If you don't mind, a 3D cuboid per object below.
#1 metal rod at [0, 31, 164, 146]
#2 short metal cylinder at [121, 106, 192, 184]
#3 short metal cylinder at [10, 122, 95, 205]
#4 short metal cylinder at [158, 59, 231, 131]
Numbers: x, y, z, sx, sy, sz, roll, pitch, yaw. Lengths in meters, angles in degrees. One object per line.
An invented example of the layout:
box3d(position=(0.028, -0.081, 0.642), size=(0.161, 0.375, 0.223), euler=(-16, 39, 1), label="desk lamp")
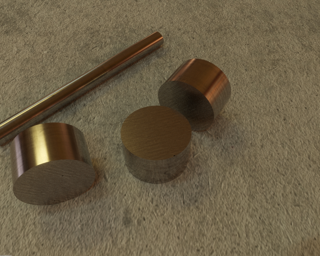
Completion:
box3d(position=(-0.106, -0.071, 0.461), size=(0.025, 0.025, 0.302), euler=(36, 58, 26), label="metal rod")
box3d(position=(-0.004, 0.019, 0.371), size=(0.081, 0.050, 0.080), euler=(0, 50, 0), label="short metal cylinder")
box3d(position=(-0.115, 0.040, 0.333), size=(0.081, 0.080, 0.050), euler=(-16, 52, -13), label="short metal cylinder")
box3d(position=(0.045, -0.043, 0.403), size=(0.080, 0.080, 0.050), euler=(26, 55, 20), label="short metal cylinder")
